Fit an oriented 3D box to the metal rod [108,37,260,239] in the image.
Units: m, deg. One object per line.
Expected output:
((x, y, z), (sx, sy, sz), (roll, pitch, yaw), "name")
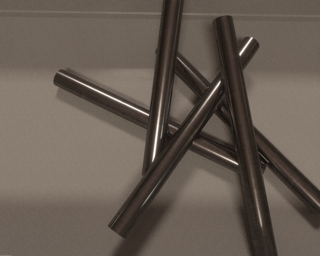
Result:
((0.039, -0.001, 0.382), (0.025, 0.025, 0.300), (34, 73, 11), "metal rod")

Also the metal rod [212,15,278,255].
((0.101, 0.012, 0.371), (0.025, 0.025, 0.298), (-9, 84, -4), "metal rod")

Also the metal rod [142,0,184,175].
((0.008, -0.087, 0.375), (0.025, 0.025, 0.298), (7, 96, 2), "metal rod")

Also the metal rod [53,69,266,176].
((-0.007, -0.007, 0.411), (0.301, 0.025, 0.025), (26, 72, 8), "metal rod")

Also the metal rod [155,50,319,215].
((0.100, -0.010, 0.414), (0.025, 0.025, 0.300), (-39, 75, -13), "metal rod")
